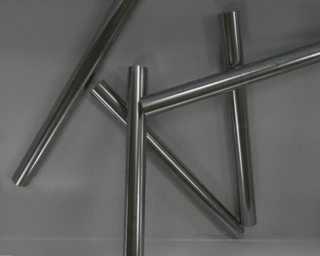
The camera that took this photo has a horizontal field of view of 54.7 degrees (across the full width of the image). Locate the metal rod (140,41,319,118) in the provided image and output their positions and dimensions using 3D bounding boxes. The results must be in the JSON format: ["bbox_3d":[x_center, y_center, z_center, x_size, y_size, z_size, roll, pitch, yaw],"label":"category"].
[{"bbox_3d":[0.124,-0.069,0.363,0.302,0.025,0.025,-18,110,-3],"label":"metal rod"}]

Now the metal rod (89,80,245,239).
[{"bbox_3d":[0.019,0.053,0.430,0.025,0.025,0.300,-40,106,13],"label":"metal rod"}]

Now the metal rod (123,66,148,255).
[{"bbox_3d":[-0.030,0.074,0.373,0.025,0.025,0.298,1,85,-1],"label":"metal rod"}]

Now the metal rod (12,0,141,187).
[{"bbox_3d":[-0.113,-0.042,0.394,0.025,0.025,0.299,32,107,-11],"label":"metal rod"}]

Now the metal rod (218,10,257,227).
[{"bbox_3d":[0.106,0.002,0.412,0.025,0.025,0.298,-9,110,3],"label":"metal rod"}]
